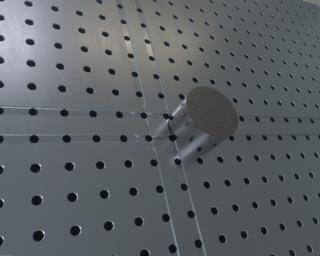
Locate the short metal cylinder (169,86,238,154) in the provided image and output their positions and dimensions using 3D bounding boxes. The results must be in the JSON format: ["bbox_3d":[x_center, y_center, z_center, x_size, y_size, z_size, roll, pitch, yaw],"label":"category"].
[{"bbox_3d":[0.060,-0.011,0.430,0.081,0.050,0.080,13,56,-21],"label":"short metal cylinder"}]
